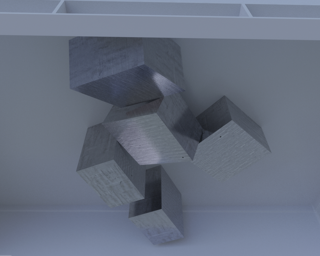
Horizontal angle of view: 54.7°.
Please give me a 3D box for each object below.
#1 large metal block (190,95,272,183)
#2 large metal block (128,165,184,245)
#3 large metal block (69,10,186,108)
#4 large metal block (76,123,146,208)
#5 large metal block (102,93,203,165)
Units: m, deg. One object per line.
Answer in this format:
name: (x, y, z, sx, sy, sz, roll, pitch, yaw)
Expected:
large metal block: (0.084, 0.017, 0.409, 0.080, 0.050, 0.080, 35, 121, -27)
large metal block: (-0.004, 0.118, 0.473, 0.050, 0.080, 0.080, -20, 128, 16)
large metal block: (-0.030, -0.061, 0.306, 0.080, 0.050, 0.080, -12, 165, 27)
large metal block: (-0.059, 0.045, 0.411, 0.050, 0.080, 0.080, -19, 128, 15)
large metal block: (-0.007, -0.002, 0.373, 0.080, 0.050, 0.080, -9, 132, 36)
